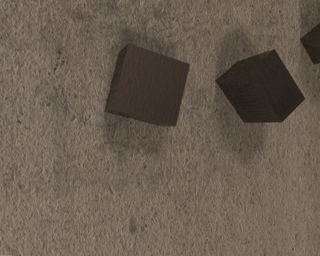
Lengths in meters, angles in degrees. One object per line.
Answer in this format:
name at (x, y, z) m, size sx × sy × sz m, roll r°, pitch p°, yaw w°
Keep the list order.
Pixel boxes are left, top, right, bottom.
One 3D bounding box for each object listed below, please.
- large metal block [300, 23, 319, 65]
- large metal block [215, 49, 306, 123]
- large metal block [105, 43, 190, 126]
large metal block at (0.289, -0.150, 0.489) m, size 0.080 × 0.080 × 0.050 m, roll -38°, pitch 103°, yaw -16°
large metal block at (0.137, -0.054, 0.432) m, size 0.050 × 0.080 × 0.080 m, roll -41°, pitch 104°, yaw -15°
large metal block at (-0.017, -0.050, 0.390) m, size 0.081 × 0.050 × 0.080 m, roll 14°, pitch 85°, yaw -20°
